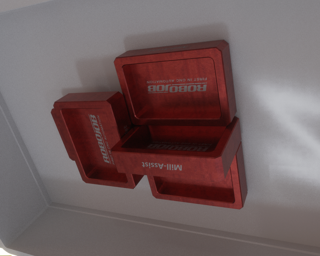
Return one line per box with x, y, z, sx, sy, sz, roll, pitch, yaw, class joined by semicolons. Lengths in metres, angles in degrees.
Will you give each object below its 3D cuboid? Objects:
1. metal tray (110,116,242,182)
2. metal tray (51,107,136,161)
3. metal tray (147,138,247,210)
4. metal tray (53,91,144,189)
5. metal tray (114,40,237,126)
0.020;0.019;0.363;0.130;0.090;0.030;1;119;27;metal tray
-0.087;0.006;0.449;0.130;0.030;0.089;0;119;27;metal tray
0.045;0.057;0.414;0.130;0.030;0.089;1;119;27;metal tray
-0.079;0.017;0.414;0.090;0.030;0.129;1;119;27;metal tray
0.018;-0.049;0.363;0.130;0.030;0.089;1;119;27;metal tray
